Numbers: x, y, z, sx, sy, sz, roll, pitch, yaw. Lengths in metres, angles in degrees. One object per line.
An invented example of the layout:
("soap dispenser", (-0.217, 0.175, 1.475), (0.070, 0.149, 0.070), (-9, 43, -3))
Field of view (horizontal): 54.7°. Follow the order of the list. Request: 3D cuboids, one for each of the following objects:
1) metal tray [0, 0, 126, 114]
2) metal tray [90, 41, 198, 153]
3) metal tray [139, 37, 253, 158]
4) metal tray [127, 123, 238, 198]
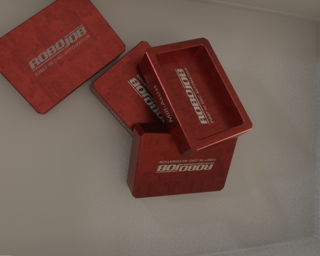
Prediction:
("metal tray", (-0.118, -0.089, 0.364), (0.130, 0.030, 0.090), (-42, 104, -15))
("metal tray", (-0.014, -0.034, 0.403), (0.090, 0.030, 0.130), (-45, 104, -15))
("metal tray", (0.042, -0.040, 0.370), (0.091, 0.030, 0.130), (-19, 77, -27))
("metal tray", (0.028, 0.040, 0.398), (0.131, 0.030, 0.089), (0, 115, -21))
